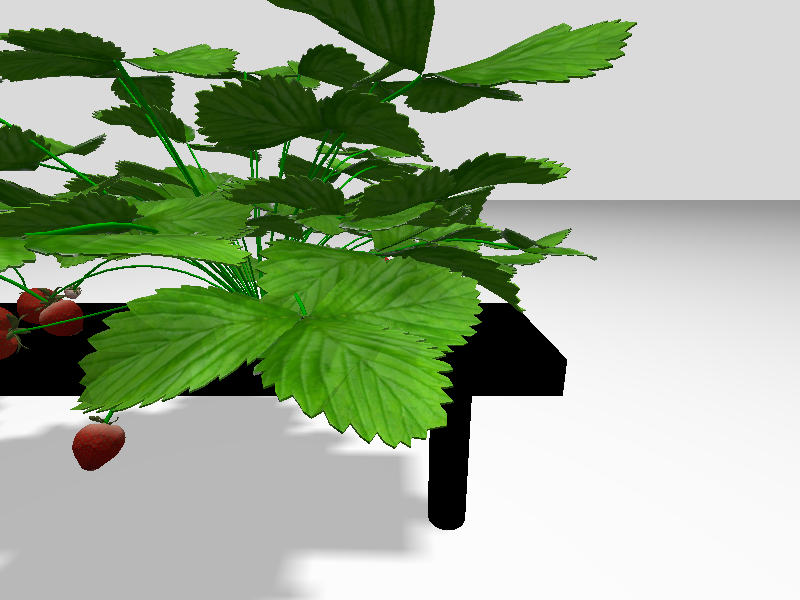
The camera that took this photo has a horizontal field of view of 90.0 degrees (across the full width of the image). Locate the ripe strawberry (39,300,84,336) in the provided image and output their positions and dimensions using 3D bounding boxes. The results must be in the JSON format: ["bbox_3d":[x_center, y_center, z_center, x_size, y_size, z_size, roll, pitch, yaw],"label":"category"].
[{"bbox_3d":[-0.287,0.017,0.343,0.030,0.031,0.029,-37,10,14],"label":"ripe strawberry"}]

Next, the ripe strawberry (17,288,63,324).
[{"bbox_3d":[-0.330,0.008,0.366,0.035,0.035,0.033,-33,13,9],"label":"ripe strawberry"}]

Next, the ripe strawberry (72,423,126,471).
[{"bbox_3d":[-0.137,0.067,0.182,0.019,0.020,0.020,1,-27,3],"label":"ripe strawberry"}]

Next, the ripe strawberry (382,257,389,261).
[{"bbox_3d":[-0.028,-0.045,0.533,0.043,0.037,0.043,9,17,28],"label":"ripe strawberry"}]

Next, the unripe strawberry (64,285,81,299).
[{"bbox_3d":[-0.367,-0.009,0.448,0.016,0.016,0.014,-29,4,24],"label":"unripe strawberry"}]

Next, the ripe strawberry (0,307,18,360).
[{"bbox_3d":[-0.299,0.025,0.286,0.038,0.040,0.035,-8,18,-24],"label":"ripe strawberry"}]
